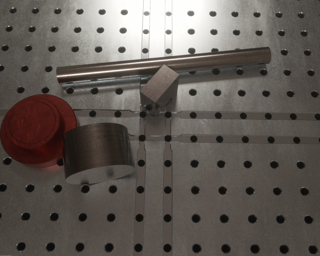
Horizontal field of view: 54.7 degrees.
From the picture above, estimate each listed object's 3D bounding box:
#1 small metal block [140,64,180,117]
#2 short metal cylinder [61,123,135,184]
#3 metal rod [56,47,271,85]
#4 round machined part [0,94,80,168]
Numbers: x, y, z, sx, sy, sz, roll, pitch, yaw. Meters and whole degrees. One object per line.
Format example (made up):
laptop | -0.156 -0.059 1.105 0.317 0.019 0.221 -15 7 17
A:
small metal block | 0.000 -0.049 0.416 0.025 0.050 0.050 36 74 12
short metal cylinder | -0.074 0.032 0.370 0.081 0.080 0.050 -11 71 -5
metal rod | 0.008 -0.090 0.444 0.302 0.025 0.025 -6 70 -3
round machined part | -0.158 -0.001 0.401 0.099 0.042 0.098 0 70 -1
